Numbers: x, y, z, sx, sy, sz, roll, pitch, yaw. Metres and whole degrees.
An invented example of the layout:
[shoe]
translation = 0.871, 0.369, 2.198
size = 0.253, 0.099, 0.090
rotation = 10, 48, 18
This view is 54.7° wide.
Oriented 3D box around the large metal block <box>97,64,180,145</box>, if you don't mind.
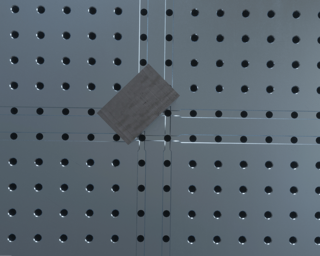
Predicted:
[large metal block]
translation = -0.024, -0.027, 0.386
size = 0.080, 0.080, 0.050
rotation = -44, 91, 0
